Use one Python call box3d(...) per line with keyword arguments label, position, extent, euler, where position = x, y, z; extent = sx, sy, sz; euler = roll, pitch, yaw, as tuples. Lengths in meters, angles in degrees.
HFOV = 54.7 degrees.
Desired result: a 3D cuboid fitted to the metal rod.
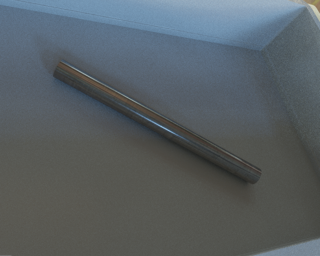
box3d(label="metal rod", position=(0.005, -0.003, 0.409), extent=(0.301, 0.025, 0.025), euler=(29, 52, -11))
